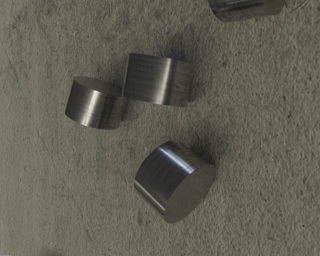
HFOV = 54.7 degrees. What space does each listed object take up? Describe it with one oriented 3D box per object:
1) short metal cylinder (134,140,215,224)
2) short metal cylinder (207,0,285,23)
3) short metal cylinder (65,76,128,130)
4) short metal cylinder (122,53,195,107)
[{"bbox_3d":[0.017,0.061,0.355,0.050,0.081,0.079,37,113,34],"label":"short metal cylinder"},{"bbox_3d":[0.085,-0.147,0.299,0.050,0.081,0.079,5,93,40],"label":"short metal cylinder"},{"bbox_3d":[-0.090,-0.037,0.443,0.080,0.081,0.050,32,110,35],"label":"short metal cylinder"},{"bbox_3d":[-0.002,-0.057,0.371,0.080,0.081,0.050,17,101,39],"label":"short metal cylinder"}]
